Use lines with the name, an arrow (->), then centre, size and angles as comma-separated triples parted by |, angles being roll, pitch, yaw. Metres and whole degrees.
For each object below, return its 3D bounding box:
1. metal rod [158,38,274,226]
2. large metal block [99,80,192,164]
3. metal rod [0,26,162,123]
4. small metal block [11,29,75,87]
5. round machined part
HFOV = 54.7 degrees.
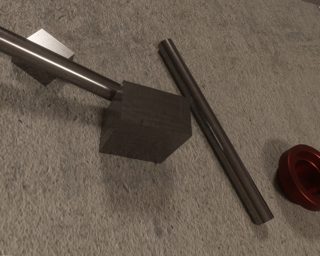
metal rod -> 0.073, -0.006, 0.448 | 0.025, 0.025, 0.299 | -15, 70, -35
large metal block -> -0.019, -0.003, 0.361 | 0.081, 0.080, 0.050 | 13, 56, -22
metal rod -> -0.092, -0.060, 0.365 | 0.302, 0.025, 0.025 | 24, 53, -24
small metal block -> -0.143, -0.087, 0.380 | 0.050, 0.025, 0.050 | 37, 51, -4
round machined part -> 0.216, 0.077, 0.465 | 0.099, 0.042, 0.098 | 14, 56, -21
